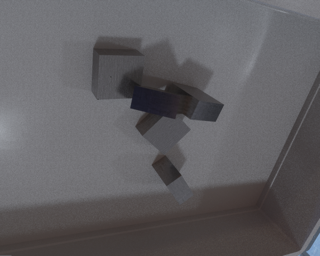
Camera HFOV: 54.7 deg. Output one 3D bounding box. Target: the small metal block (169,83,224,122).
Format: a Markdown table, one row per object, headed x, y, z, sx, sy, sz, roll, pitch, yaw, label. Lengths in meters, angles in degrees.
| x | y | z | sx | sy | sz | roll | pitch | yaw | label |
| --- | --- | --- | --- | --- | --- | --- | --- | --- | --- |
| 0.043 | -0.032 | 0.392 | 0.050 | 0.050 | 0.025 | 3 | 118 | -44 | small metal block |

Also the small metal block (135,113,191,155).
| x | y | z | sx | sy | sz | roll | pitch | yaw | label |
| --- | --- | --- | --- | --- | --- | --- | --- | --- | --- |
| 0.005 | 0.000 | 0.413 | 0.050 | 0.025 | 0.050 | -44 | 130 | 2 | small metal block |

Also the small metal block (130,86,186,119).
| x | y | z | sx | sy | sz | roll | pitch | yaw | label |
| --- | --- | --- | --- | --- | --- | --- | --- | --- | --- |
| 0.000 | -0.030 | 0.350 | 0.050 | 0.050 | 0.025 | 14 | 99 | 10 | small metal block |

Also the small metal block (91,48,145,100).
| x | y | z | sx | sy | sz | roll | pitch | yaw | label |
| --- | --- | --- | --- | --- | --- | --- | --- | --- | --- |
| -0.048 | -0.060 | 0.346 | 0.050 | 0.025 | 0.050 | -5 | 121 | -26 | small metal block |

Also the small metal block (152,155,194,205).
| x | y | z | sx | sy | sz | roll | pitch | yaw | label |
| --- | --- | --- | --- | --- | --- | --- | --- | --- | --- |
| 0.018 | 0.076 | 0.451 | 0.025 | 0.050 | 0.050 | -35 | 129 | -5 | small metal block |
